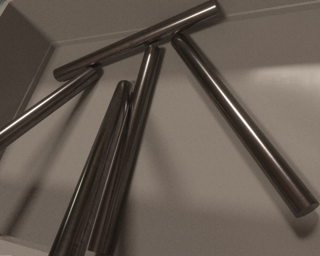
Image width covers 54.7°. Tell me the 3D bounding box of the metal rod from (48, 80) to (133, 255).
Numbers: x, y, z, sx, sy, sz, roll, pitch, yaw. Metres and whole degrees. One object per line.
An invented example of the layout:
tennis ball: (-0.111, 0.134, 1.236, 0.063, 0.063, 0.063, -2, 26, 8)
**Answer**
metal rod: (-0.062, 0.019, 0.346, 0.025, 0.025, 0.300, -20, 29, 16)

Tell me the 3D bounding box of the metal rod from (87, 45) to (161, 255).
metal rod: (-0.040, 0.011, 0.418, 0.025, 0.025, 0.300, -1, 61, 27)

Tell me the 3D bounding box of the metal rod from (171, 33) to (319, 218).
metal rod: (0.082, -0.028, 0.379, 0.025, 0.025, 0.300, -33, 52, 7)

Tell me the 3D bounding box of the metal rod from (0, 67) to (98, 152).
metal rod: (-0.200, -0.001, 0.437, 0.025, 0.025, 0.301, 16, 47, 34)

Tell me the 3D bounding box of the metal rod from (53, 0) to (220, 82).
metal rod: (-0.051, -0.132, 0.495, 0.300, 0.025, 0.025, -16, 55, 25)
